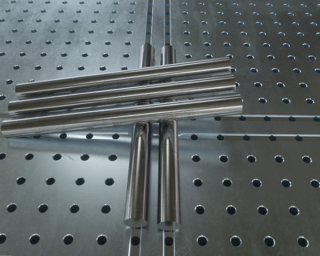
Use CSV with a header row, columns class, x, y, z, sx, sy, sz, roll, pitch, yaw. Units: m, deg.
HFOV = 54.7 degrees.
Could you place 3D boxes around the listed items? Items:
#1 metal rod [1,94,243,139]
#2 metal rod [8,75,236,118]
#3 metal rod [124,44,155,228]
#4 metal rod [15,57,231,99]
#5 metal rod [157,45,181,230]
class,x,y,z,sx,sy,sz,roll,pitch,yaw
metal rod,-0.051,-0.014,0.391,0.302,0.025,0.025,-6,50,5
metal rod,-0.053,-0.041,0.415,0.302,0.025,0.025,-6,50,5
metal rod,-0.023,-0.015,0.420,0.025,0.025,0.300,1,50,0
metal rod,-0.054,-0.069,0.438,0.302,0.025,0.025,-6,50,4
metal rod,0.011,-0.013,0.419,0.025,0.025,0.300,1,50,0
